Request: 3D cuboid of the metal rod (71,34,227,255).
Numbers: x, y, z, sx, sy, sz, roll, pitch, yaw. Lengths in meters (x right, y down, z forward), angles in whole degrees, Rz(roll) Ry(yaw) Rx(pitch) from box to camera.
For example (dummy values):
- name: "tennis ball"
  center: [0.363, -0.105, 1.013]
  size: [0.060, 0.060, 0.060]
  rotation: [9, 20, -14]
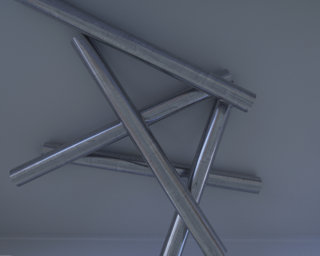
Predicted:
- name: "metal rod"
  center: [-0.016, 0.018, 0.361]
  size: [0.025, 0.025, 0.299]
  rotation: [-34, 85, 11]

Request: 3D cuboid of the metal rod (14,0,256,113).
- name: "metal rod"
  center: [-0.029, -0.094, 0.359]
  size: [0.301, 0.025, 0.025]
  rotation: [25, 108, -3]

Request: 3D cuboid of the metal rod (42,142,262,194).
- name: "metal rod"
  center: [-0.008, 0.056, 0.431]
  size: [0.302, 0.025, 0.025]
  rotation: [10, 110, -4]

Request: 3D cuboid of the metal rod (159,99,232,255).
- name: "metal rod"
  center: [0.032, 0.100, 0.379]
  size: [0.025, 0.025, 0.299]
  rotation: [22, 82, -8]

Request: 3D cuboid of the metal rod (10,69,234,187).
- name: "metal rod"
  center: [-0.049, 0.000, 0.394]
  size: [0.301, 0.025, 0.025]
  rotation: [-25, 108, 2]
